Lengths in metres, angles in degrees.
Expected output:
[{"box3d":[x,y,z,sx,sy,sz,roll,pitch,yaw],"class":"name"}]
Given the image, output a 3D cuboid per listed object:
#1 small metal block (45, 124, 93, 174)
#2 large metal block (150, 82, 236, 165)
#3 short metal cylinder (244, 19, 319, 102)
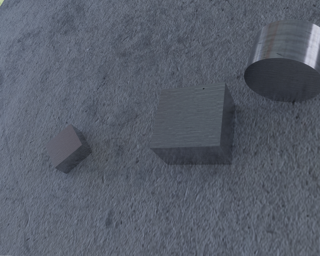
[{"box3d":[-0.135,0.030,0.456,0.050,0.025,0.050,-40,51,0],"class":"small metal block"},{"box3d":[0.042,-0.003,0.368,0.080,0.050,0.080,-4,60,26],"class":"large metal block"},{"box3d":[0.139,-0.071,0.339,0.080,0.080,0.050,8,66,32],"class":"short metal cylinder"}]
